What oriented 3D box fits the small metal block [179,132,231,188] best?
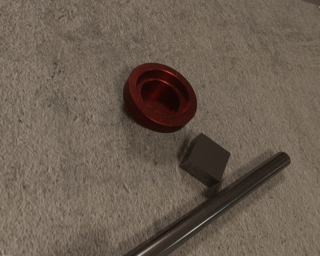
[{"bbox_3d":[0.060,0.043,0.412,0.050,0.025,0.050,36,51,-5],"label":"small metal block"}]

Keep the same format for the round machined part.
[{"bbox_3d":[-0.003,-0.036,0.415,0.099,0.042,0.098,14,56,-21],"label":"round machined part"}]

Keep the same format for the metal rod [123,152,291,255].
[{"bbox_3d":[0.077,0.094,0.389,0.302,0.025,0.025,-22,74,-36],"label":"metal rod"}]
